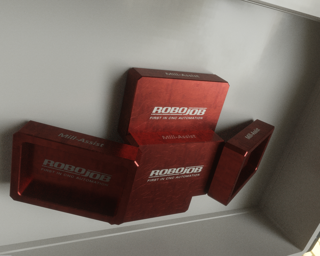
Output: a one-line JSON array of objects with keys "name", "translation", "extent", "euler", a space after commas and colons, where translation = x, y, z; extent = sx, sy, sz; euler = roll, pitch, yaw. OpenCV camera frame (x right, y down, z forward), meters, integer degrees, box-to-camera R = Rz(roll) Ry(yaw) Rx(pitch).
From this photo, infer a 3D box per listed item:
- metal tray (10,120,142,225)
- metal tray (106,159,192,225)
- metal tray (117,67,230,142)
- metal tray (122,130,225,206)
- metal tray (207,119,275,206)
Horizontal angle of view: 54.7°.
[{"name": "metal tray", "translation": [-0.094, 0.051, 0.344], "extent": [0.131, 0.030, 0.089], "euler": [14, 115, -3]}, {"name": "metal tray", "translation": [-0.011, 0.088, 0.450], "extent": [0.131, 0.030, 0.089], "euler": [-1, 119, -29]}, {"name": "metal tray", "translation": [0.018, -0.025, 0.396], "extent": [0.131, 0.030, 0.089], "euler": [-1, 119, -29]}, {"name": "metal tray", "translation": [0.015, 0.050, 0.403], "extent": [0.131, 0.030, 0.089], "euler": [-2, 119, -28]}, {"name": "metal tray", "translation": [0.122, 0.047, 0.458], "extent": [0.131, 0.030, 0.089], "euler": [-25, 135, -51]}]
